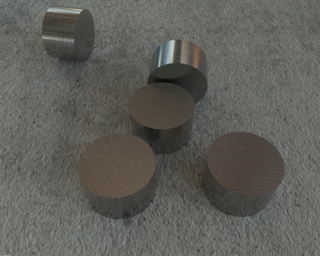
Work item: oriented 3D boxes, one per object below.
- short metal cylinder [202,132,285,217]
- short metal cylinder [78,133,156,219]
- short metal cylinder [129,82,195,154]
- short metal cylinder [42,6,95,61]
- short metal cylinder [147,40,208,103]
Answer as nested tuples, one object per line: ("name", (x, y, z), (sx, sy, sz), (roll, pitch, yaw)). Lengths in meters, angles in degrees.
("short metal cylinder", (0.090, 0.051, 0.345), (0.080, 0.050, 0.080), (0, 50, 0))
("short metal cylinder", (-0.045, 0.052, 0.342), (0.080, 0.050, 0.080), (0, 50, 0))
("short metal cylinder", (0.002, -0.013, 0.398), (0.080, 0.050, 0.080), (0, 50, 0))
("short metal cylinder", (-0.143, -0.149, 0.492), (0.050, 0.080, 0.080), (9, 51, 8))
("short metal cylinder", (0.025, -0.074, 0.430), (0.080, 0.080, 0.050), (4, 50, 3))
